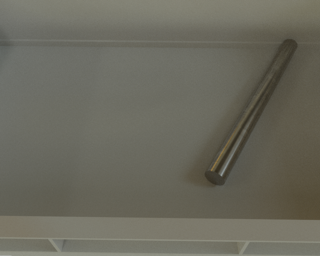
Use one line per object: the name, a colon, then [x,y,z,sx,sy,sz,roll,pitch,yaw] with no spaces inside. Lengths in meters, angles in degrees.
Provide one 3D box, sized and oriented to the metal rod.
metal rod: [0.141,-0.041,0.439,0.025,0.025,0.301,25,54,19]
